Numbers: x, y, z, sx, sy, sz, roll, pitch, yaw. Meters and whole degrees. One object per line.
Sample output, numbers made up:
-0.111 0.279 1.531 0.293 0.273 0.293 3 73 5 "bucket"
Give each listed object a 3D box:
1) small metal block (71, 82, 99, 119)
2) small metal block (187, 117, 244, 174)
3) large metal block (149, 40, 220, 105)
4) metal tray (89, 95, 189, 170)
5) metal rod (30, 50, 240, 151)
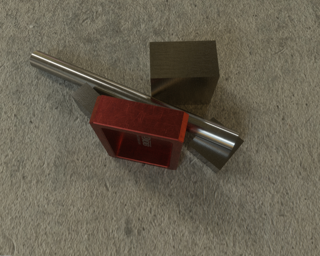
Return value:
-0.083 -0.025 0.403 0.050 0.050 0.025 43 75 13 "small metal block"
0.071 0.023 0.402 0.050 0.025 0.050 40 74 13 "small metal block"
0.028 -0.068 0.404 0.081 0.080 0.050 -2 70 -1 "large metal block"
-0.020 0.011 0.349 0.090 0.130 0.030 12 71 4 "metal tray"
-0.043 -0.041 0.409 0.301 0.025 0.025 23 72 13 "metal rod"
